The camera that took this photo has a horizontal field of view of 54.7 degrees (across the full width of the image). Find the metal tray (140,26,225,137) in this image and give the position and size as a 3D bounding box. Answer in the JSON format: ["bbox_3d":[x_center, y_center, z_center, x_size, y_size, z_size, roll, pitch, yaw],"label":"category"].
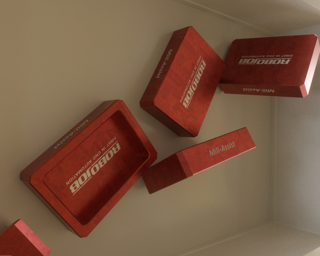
[{"bbox_3d":[0.036,-0.063,0.433,0.090,0.030,0.130,37,67,-34],"label":"metal tray"}]

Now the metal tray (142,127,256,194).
[{"bbox_3d":[0.051,0.042,0.403,0.131,0.090,0.030,-16,77,-39],"label":"metal tray"}]

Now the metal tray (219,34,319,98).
[{"bbox_3d":[0.163,-0.095,0.472,0.030,0.130,0.090,44,62,-46],"label":"metal tray"}]

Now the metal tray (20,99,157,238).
[{"bbox_3d":[-0.071,0.041,0.343,0.131,0.030,0.090,-46,118,-30],"label":"metal tray"}]

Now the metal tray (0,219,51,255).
[{"bbox_3d":[-0.134,0.112,0.225,0.030,0.129,0.090,50,59,-5],"label":"metal tray"}]
